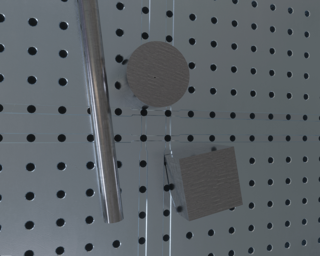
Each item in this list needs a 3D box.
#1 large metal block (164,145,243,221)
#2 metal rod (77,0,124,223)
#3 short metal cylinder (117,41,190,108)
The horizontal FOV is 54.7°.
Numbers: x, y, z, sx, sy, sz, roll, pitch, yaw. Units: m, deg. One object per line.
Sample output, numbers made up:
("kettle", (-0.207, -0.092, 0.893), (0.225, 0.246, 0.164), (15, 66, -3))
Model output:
("large metal block", (0.059, 0.070, 0.421), (0.081, 0.050, 0.079), (-11, 94, -20))
("metal rod", (-0.075, -0.032, 0.385), (0.025, 0.025, 0.298), (-7, 93, -20))
("short metal cylinder", (-0.010, -0.065, 0.396), (0.081, 0.050, 0.079), (0, 90, -20))
